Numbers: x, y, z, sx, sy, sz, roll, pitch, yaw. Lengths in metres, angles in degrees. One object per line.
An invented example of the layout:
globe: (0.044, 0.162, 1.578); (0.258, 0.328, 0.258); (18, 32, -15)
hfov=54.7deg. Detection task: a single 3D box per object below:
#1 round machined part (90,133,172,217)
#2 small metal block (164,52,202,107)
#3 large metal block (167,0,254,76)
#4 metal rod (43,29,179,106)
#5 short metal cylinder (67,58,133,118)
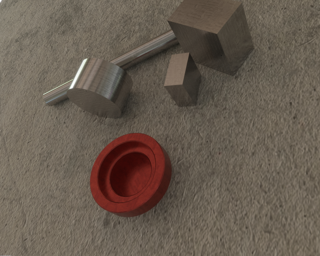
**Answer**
round machined part: (-0.031, 0.058, 0.372); (0.098, 0.042, 0.098); (-13, 56, 20)
small metal block: (0.032, -0.063, 0.409); (0.025, 0.050, 0.050); (-1, 61, 27)
large metal block: (0.068, -0.123, 0.407); (0.080, 0.080, 0.050); (30, 79, 37)
metal rod: (-0.057, -0.107, 0.497); (0.301, 0.025, 0.025); (-24, 53, 13)
short metal cylinder: (-0.085, -0.055, 0.446); (0.080, 0.080, 0.050); (5, 65, 30)
